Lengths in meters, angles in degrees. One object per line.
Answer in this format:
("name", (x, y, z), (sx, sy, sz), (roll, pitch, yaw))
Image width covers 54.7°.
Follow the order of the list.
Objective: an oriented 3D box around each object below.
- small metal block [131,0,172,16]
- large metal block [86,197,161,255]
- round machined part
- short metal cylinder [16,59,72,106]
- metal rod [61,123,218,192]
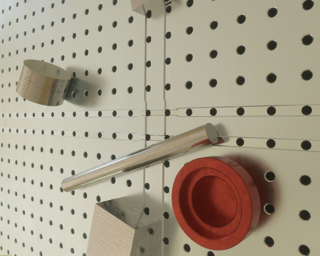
("small metal block", (-0.015, -0.189, 0.419), (0.050, 0.025, 0.050), (-13, 82, 39))
("large metal block", (-0.053, 0.154, 0.434), (0.080, 0.050, 0.079), (19, 102, 38))
("round machined part", (0.064, 0.080, 0.344), (0.098, 0.042, 0.097), (0, 90, 39))
("short metal cylinder", (-0.200, -0.078, 0.535), (0.080, 0.081, 0.050), (38, 113, 33))
("metal rod", (-0.050, 0.052, 0.448), (0.299, 0.025, 0.025), (-23, 76, 37))
